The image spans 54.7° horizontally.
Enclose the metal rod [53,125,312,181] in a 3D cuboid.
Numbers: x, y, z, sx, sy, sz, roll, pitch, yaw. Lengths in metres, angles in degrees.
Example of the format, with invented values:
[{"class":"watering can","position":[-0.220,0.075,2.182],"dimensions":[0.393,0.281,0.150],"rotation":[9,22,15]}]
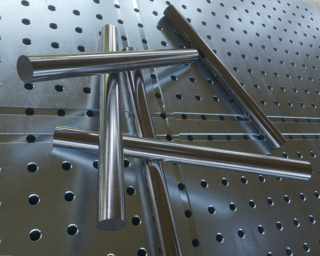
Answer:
[{"class":"metal rod","position":[0.033,0.031,0.363],"dimensions":[0.302,0.025,0.025],"rotation":[9,57,-8]}]

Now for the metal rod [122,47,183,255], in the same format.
[{"class":"metal rod","position":[-0.015,0.022,0.387],"dimensions":[0.025,0.025,0.299],"rotation":[2,61,-28]}]

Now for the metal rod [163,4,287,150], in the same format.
[{"class":"metal rod","position":[0.105,-0.090,0.522],"dimensions":[0.025,0.025,0.299],"rotation":[-30,78,-38]}]

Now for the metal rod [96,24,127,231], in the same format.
[{"class":"metal rod","position":[-0.057,-0.030,0.359],"dimensions":[0.025,0.025,0.300],"rotation":[12,45,-22]}]

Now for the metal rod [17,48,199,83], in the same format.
[{"class":"metal rod","position":[-0.034,-0.086,0.394],"dimensions":[0.302,0.025,0.025],"rotation":[-21,73,-52]}]
